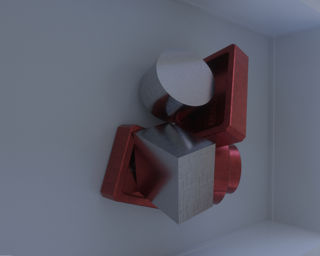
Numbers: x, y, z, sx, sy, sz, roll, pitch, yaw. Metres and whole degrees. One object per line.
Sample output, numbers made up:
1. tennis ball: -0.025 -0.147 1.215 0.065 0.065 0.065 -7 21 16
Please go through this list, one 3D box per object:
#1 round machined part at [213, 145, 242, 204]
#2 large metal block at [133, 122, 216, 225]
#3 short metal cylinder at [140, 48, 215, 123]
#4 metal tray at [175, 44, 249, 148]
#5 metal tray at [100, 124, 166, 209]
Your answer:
1. round machined part: 0.077 0.054 0.419 0.042 0.098 0.097 5 86 -10
2. large metal block: 0.015 0.047 0.353 0.050 0.080 0.079 -18 117 -33
3. short metal cylinder: 0.021 -0.053 0.389 0.081 0.050 0.080 12 63 -23
4. metal tray: 0.065 -0.036 0.399 0.030 0.090 0.130 32 54 -33
5. metal tray: -0.004 0.056 0.399 0.131 0.030 0.090 22 76 -38
